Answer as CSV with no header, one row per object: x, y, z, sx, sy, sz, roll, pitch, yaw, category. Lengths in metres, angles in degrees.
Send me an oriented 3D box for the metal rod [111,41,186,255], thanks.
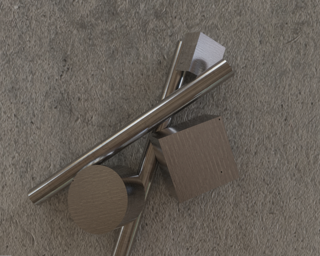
-0.010,0.033,0.410,0.025,0.025,0.298,17,90,0,metal rod

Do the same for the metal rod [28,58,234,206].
-0.041,0.009,0.393,0.300,0.025,0.025,-34,90,6,metal rod

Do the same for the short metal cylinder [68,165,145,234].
-0.065,0.086,0.385,0.080,0.050,0.080,-2,83,20,short metal cylinder

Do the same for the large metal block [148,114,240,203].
0.041,0.034,0.384,0.081,0.050,0.080,-20,99,-13,large metal block

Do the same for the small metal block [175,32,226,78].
0.053,-0.089,0.399,0.050,0.025,0.050,17,90,-40,small metal block
